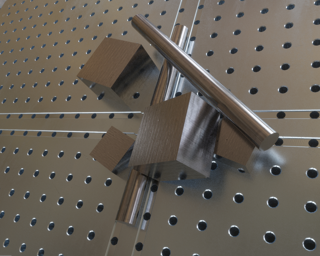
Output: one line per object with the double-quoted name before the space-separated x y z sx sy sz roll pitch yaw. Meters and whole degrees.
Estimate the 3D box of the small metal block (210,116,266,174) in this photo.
"small metal block" 0.088 0.017 0.352 0.050 0.025 0.050 21 73 36

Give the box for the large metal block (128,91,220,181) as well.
"large metal block" 0.017 0.014 0.358 0.080 0.050 0.080 -15 52 47

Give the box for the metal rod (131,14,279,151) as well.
"metal rod" 0.037 -0.078 0.403 0.025 0.025 0.300 -39 51 2

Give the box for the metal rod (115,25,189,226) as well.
"metal rod" -0.004 -0.021 0.422 0.025 0.025 0.300 1 62 29

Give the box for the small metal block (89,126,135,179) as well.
"small metal block" -0.059 0.032 0.420 0.050 0.025 0.050 29 77 37

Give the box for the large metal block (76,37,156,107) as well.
"large metal block" -0.067 -0.089 0.483 0.080 0.050 0.080 22 74 36
